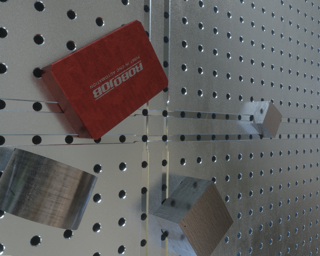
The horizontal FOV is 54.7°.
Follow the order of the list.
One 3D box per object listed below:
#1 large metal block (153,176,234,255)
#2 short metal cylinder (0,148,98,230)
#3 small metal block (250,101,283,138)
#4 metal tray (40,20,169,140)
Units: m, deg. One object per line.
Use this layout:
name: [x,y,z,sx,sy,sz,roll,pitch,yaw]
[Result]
large metal block: [0.049,0.128,0.437,0.080,0.050,0.080,-42,116,-32]
short metal cylinder: [-0.105,0.056,0.287,0.080,0.080,0.050,30,71,-36]
small metal block: [0.201,-0.016,0.581,0.050,0.025,0.050,40,66,-33]
metal tray: [-0.057,-0.058,0.360,0.131,0.030,0.090,-41,115,-33]
